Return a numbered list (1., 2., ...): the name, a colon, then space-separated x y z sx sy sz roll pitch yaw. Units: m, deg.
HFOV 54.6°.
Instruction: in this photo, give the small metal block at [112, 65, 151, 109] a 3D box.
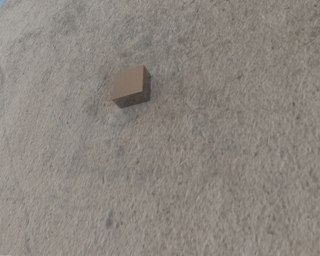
1. small metal block: -0.042 -0.062 0.465 0.050 0.025 0.050 -13 56 21
